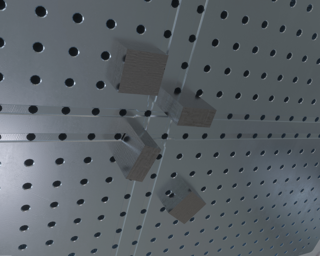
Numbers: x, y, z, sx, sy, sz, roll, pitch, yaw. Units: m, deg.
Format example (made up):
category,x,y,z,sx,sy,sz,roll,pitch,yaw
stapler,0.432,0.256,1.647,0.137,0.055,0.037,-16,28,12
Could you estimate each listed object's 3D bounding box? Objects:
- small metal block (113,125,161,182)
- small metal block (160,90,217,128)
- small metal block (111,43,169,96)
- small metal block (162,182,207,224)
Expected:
category,x,y,z,sx,sy,sz,roll,pitch,yaw
small metal block,-0.030,0.032,0.398,0.025,0.050,0.050,19,108,-36
small metal block,0.035,-0.025,0.398,0.050,0.050,0.025,3,117,-30
small metal block,-0.024,-0.067,0.357,0.050,0.025,0.050,1,118,-29
small metal block,0.040,0.123,0.508,0.050,0.025,0.050,-43,129,2
